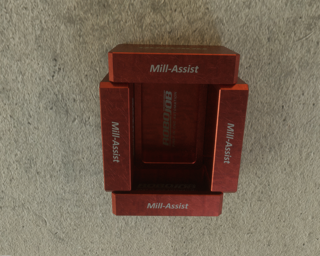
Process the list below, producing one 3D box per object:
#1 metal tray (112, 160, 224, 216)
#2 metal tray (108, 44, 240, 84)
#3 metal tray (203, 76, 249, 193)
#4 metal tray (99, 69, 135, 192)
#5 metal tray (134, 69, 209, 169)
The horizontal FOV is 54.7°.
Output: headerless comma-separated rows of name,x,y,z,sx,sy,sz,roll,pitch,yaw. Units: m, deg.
metal tray,0.009,0.075,0.404,0.131,0.090,0.030,1,110,-1
metal tray,0.014,-0.074,0.349,0.131,0.090,0.030,1,110,-1
metal tray,0.075,0.001,0.377,0.030,0.090,0.129,1,110,-1
metal tray,-0.048,0.000,0.375,0.030,0.090,0.129,1,110,-1
metal tray,0.013,-0.010,0.405,0.091,0.030,0.129,1,110,-1
